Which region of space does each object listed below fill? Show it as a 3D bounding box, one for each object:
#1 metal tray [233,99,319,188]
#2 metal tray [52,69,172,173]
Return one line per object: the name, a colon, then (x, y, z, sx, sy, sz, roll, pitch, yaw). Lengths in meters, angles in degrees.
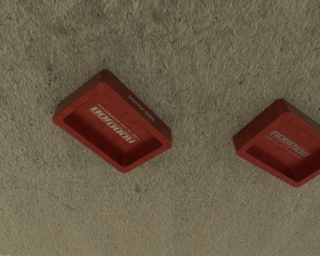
metal tray: (0.178, 0.026, 0.427, 0.131, 0.030, 0.090, 29, 124, -23)
metal tray: (-0.057, -0.002, 0.400, 0.090, 0.030, 0.130, -32, 124, 24)
